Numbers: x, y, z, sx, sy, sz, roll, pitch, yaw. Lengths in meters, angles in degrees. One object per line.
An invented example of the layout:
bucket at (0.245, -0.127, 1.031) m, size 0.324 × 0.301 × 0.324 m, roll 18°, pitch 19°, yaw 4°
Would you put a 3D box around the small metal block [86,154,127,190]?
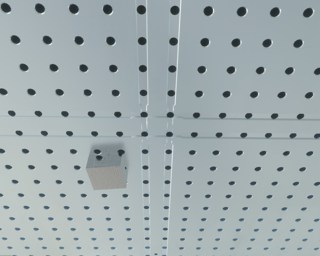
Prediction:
small metal block at (-0.079, 0.067, 0.468) m, size 0.050 × 0.025 × 0.050 m, roll -4°, pitch 130°, yaw 3°
